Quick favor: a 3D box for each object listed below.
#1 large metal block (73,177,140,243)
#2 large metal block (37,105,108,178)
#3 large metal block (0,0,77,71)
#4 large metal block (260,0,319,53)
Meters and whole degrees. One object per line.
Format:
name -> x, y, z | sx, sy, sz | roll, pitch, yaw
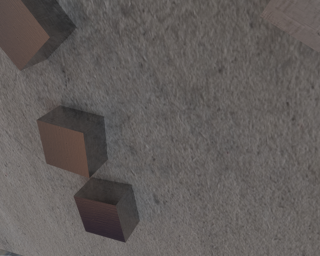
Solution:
large metal block -> -0.087, 0.135, 0.518 | 0.080, 0.050, 0.079 | 6, 121, 25
large metal block -> -0.130, 0.019, 0.469 | 0.080, 0.050, 0.079 | 14, 124, 20
large metal block -> -0.169, -0.133, 0.395 | 0.080, 0.050, 0.080 | -29, 103, 37
large metal block -> 0.127, -0.115, 0.233 | 0.050, 0.080, 0.079 | 35, 129, 5
